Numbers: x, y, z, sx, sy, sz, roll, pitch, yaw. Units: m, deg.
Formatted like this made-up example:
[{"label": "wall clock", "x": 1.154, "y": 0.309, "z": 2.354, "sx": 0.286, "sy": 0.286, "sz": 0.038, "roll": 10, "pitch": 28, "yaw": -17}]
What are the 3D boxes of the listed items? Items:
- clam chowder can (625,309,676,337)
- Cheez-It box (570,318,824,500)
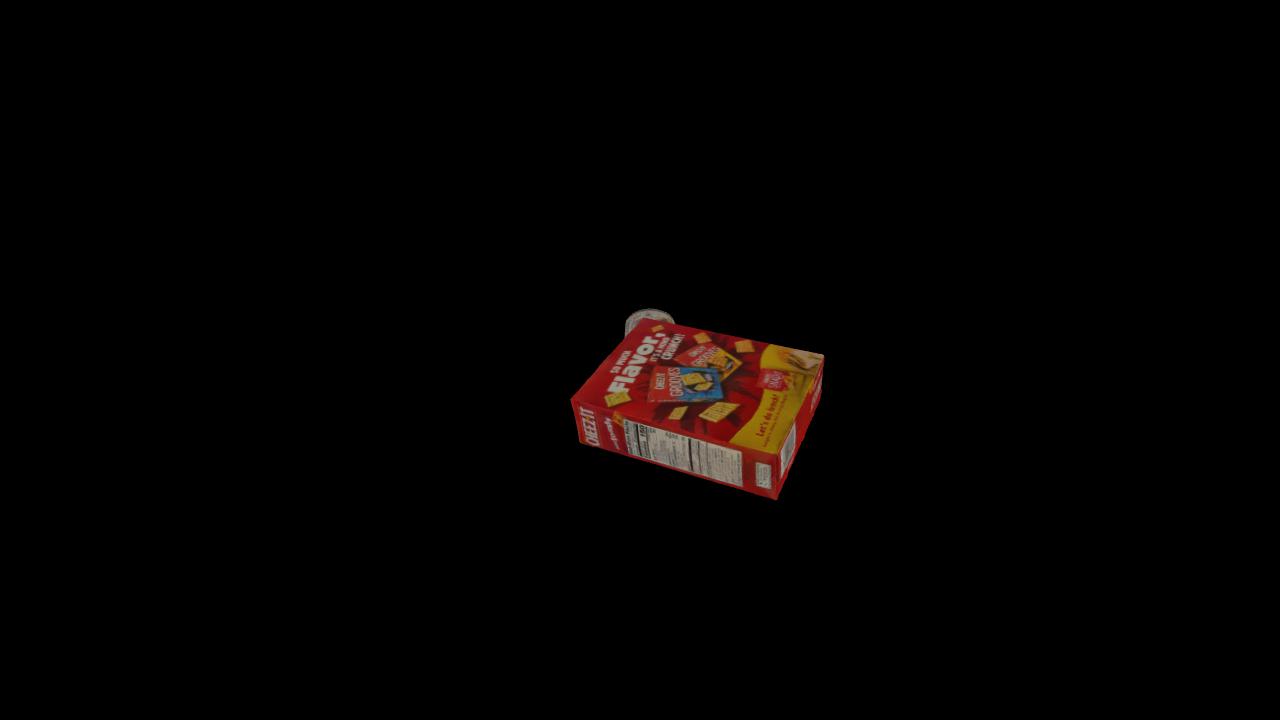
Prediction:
[{"label": "clam chowder can", "x": 0.012, "y": -0.005, "z": 0.768, "sx": 0.068, "sy": 0.102, "sz": 0.068, "roll": 1, "pitch": -36, "yaw": 0}, {"label": "Cheez-It box", "x": 0.063, "y": 0.041, "z": 0.650, "sx": 0.223, "sy": 0.071, "sz": 0.166, "roll": 13, "pitch": 40, "yaw": 25}]
